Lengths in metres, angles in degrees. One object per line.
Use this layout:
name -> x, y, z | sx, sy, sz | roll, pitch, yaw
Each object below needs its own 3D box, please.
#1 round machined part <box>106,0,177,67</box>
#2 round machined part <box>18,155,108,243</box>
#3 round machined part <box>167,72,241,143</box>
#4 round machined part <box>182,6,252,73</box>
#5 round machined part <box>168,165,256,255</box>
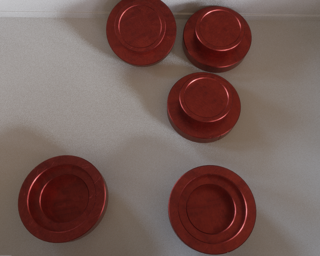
round machined part -> -0.026, -0.137, 0.431 | 0.099, 0.042, 0.097 | 0, 95, 0
round machined part -> -0.110, 0.085, 0.369 | 0.099, 0.042, 0.098 | 0, 70, 0
round machined part -> 0.059, -0.032, 0.413 | 0.099, 0.042, 0.098 | 0, 70, 0
round machined part -> 0.083, -0.132, 0.443 | 0.099, 0.042, 0.098 | 0, 77, 0
round machined part -> 0.059, 0.096, 0.366 | 0.099, 0.042, 0.098 | 0, 70, 0
